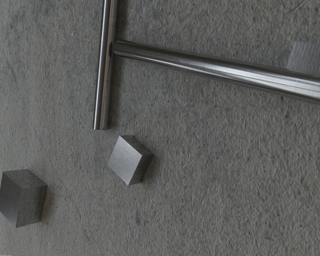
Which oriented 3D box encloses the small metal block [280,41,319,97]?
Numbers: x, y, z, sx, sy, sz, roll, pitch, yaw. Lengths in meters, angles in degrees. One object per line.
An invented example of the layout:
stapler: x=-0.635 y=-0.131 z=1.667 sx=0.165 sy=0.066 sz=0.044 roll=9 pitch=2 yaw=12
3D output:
small metal block: x=0.145 y=-0.049 z=0.285 sx=0.050 sy=0.025 sz=0.050 roll=21 pitch=103 yaw=37

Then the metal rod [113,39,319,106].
metal rod: x=0.043 y=-0.071 z=0.348 sx=0.300 sy=0.025 sz=0.025 roll=24 pitch=105 yaw=43

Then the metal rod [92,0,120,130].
metal rod: x=-0.077 y=-0.146 z=0.465 sx=0.025 sy=0.025 sz=0.298 roll=10 pitch=96 yaw=39

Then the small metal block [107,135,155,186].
small metal block: x=-0.042 y=0.044 z=0.437 sx=0.050 sy=0.025 sz=0.050 roll=38 pitch=113 yaw=33

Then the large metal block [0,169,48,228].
large metal block: x=-0.272 y=0.135 z=0.609 sx=0.080 sy=0.050 sz=0.079 roll=23 pitch=104 yaw=37
